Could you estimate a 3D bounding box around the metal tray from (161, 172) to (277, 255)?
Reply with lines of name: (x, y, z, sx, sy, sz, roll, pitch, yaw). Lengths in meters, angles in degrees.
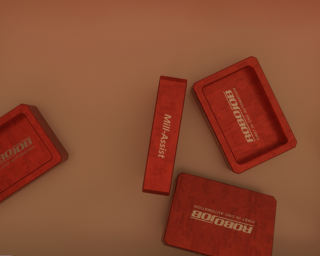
metal tray: (0.075, 0.117, 0.392, 0.131, 0.030, 0.090, 15, 66, 0)

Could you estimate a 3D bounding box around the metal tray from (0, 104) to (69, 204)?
metal tray: (-0.201, 0.039, 0.407, 0.130, 0.030, 0.090, -34, 90, 0)

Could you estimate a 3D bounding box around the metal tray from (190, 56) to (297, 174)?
metal tray: (0.108, -0.017, 0.409, 0.090, 0.030, 0.129, -26, 90, 0)

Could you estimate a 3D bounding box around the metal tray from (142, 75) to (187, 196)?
metal tray: (0.005, 0.008, 0.378, 0.030, 0.090, 0.129, 9, 90, 0)
